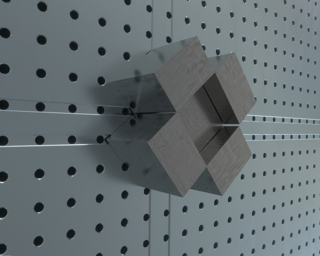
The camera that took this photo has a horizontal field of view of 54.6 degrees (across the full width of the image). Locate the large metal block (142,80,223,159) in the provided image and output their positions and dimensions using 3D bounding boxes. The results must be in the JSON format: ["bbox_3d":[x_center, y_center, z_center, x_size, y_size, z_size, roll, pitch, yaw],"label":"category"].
[{"bbox_3d":[0.027,-0.011,0.413,0.080,0.050,0.080,-45,116,-28],"label":"large metal block"}]

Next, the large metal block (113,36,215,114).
[{"bbox_3d":[0.005,-0.062,0.376,0.080,0.080,0.050,-46,118,-30],"label":"large metal block"}]

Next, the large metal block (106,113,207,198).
[{"bbox_3d":[-0.004,0.030,0.368,0.050,0.080,0.080,-46,118,-30],"label":"large metal block"}]

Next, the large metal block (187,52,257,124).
[{"bbox_3d":[0.075,-0.052,0.435,0.050,0.080,0.080,-46,118,-30],"label":"large metal block"}]

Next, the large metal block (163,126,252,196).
[{"bbox_3d":[0.066,0.041,0.429,0.080,0.080,0.050,-44,117,-31],"label":"large metal block"}]
